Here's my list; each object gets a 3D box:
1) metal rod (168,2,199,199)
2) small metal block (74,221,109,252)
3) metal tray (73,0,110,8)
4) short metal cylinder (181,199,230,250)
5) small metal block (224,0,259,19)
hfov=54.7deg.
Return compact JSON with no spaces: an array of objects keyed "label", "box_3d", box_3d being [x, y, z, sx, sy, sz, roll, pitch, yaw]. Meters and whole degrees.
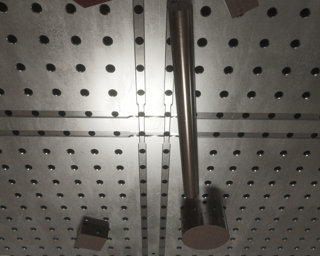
[{"label":"metal rod","box_3d":[0.035,-0.008,0.404,0.025,0.025,0.298,-5,130,3]},{"label":"small metal block","box_3d":[-0.129,0.205,0.585,0.050,0.025,0.050,18,128,-15]},{"label":"metal tray","box_3d":[-0.019,-0.158,0.241,0.131,0.030,0.089,-12,92,9]},{"label":"short metal cylinder","box_3d":[0.077,0.170,0.541,0.081,0.050,0.079,-1,130,0]},{"label":"small metal block","box_3d":[0.064,-0.136,0.281,0.025,0.050,0.050,-23,127,18]}]
